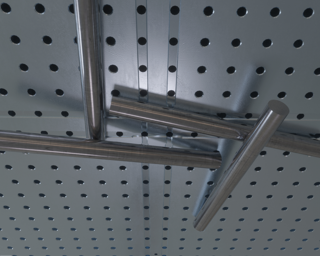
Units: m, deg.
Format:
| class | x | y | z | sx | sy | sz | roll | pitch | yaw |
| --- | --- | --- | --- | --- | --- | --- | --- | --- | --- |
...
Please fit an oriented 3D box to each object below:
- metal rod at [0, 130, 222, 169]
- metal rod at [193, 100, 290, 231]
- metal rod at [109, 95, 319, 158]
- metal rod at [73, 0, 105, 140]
| class | x | y | z | sx | sy | sz | roll | pitch | yaw |
| --- | --- | --- | --- | --- | --- | --- | --- | --- | --- |
| metal rod | -0.059 | 0.030 | 0.407 | 0.302 | 0.025 | 0.025 | 7 | 130 | -18 |
| metal rod | 0.102 | 0.076 | 0.454 | 0.025 | 0.025 | 0.298 | 9 | 137 | -8 |
| metal rod | 0.084 | 0.001 | 0.412 | 0.302 | 0.025 | 0.025 | 12 | 129 | -10 |
| metal rod | -0.077 | -0.085 | 0.338 | 0.025 | 0.025 | 0.298 | 4 | 130 | -3 |
